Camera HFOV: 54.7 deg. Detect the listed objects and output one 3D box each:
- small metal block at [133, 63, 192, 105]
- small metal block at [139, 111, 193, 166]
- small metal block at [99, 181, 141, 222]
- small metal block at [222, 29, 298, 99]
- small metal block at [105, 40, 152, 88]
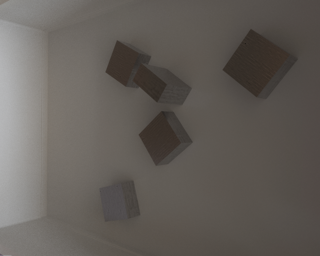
[{"bbox_3d":[0.003,-0.054,0.388,0.050,0.050,0.025,44,117,31],"label":"small metal block"},{"bbox_3d":[0.006,0.014,0.402,0.050,0.025,0.050,-45,63,30],"label":"small metal block"},{"bbox_3d":[-0.060,0.108,0.457,0.050,0.025,0.050,-20,78,38],"label":"small metal block"},{"bbox_3d":[0.103,-0.066,0.322,0.050,0.025,0.050,48,118,29],"label":"small metal block"},{"bbox_3d":[-0.046,-0.091,0.445,0.050,0.025,0.050,37,113,33],"label":"small metal block"}]
